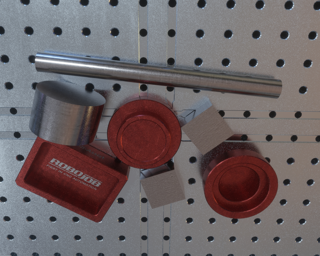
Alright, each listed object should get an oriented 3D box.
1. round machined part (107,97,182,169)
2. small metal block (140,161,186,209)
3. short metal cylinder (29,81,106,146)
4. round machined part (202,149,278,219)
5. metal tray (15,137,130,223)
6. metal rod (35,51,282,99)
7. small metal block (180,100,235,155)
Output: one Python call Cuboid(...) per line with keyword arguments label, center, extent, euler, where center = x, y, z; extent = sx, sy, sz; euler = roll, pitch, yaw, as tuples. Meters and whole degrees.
Cuboid(label="round machined part", center=(-0.021, 0.010, 0.407), extent=(0.099, 0.042, 0.097), euler=(0, 107, 0))
Cuboid(label="small metal block", center=(0.004, 0.082, 0.444), extent=(0.050, 0.025, 0.050), euler=(-18, 109, 6))
Cuboid(label="short metal cylinder", center=(-0.112, -0.020, 0.376), extent=(0.080, 0.080, 0.050), euler=(17, 109, -6))
Cuboid(label="round machined part", center=(0.108, 0.073, 0.432), extent=(0.099, 0.042, 0.097), euler=(0, 110, 0))
Cuboid(label="metal tray", center=(-0.120, 0.066, 0.434), extent=(0.131, 0.030, 0.090), euler=(29, 108, -10))
Cuboid(label="metal rod", center=(0.001, -0.066, 0.388), extent=(0.302, 0.025, 0.025), euler=(6, 110, -3))
Cuboid(label="small metal block", center=(0.062, -0.001, 0.414), extent=(0.050, 0.025, 0.050), euler=(-36, 106, 12))
